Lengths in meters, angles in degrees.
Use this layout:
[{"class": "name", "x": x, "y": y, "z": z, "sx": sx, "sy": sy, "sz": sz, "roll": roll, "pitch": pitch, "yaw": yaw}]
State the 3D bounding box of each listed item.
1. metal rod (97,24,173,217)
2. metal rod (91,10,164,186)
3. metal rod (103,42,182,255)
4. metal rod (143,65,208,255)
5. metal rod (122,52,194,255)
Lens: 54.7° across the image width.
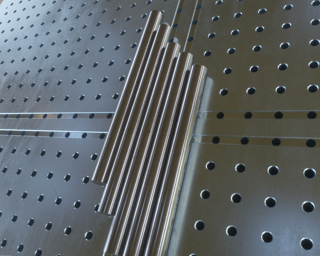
[{"class": "metal rod", "x": -0.028, "y": -0.027, "z": 0.436, "sx": 0.025, "sy": 0.025, "sz": 0.300, "roll": 1, "pitch": 62, "yaw": 28}, {"class": "metal rod", "x": -0.042, "y": -0.059, "z": 0.464, "sx": 0.025, "sy": 0.025, "sz": 0.300, "roll": 1, "pitch": 62, "yaw": 28}, {"class": "metal rod", "x": -0.015, "y": 0.010, "z": 0.408, "sx": 0.025, "sy": 0.025, "sz": 0.300, "roll": 1, "pitch": 62, "yaw": 28}, {"class": "metal rod", "x": 0.018, "y": 0.052, "z": 0.365, "sx": 0.025, "sy": 0.025, "sz": 0.300, "roll": 1, "pitch": 62, "yaw": 28}, {"class": "metal rod", "x": 0.001, "y": 0.029, "z": 0.387, "sx": 0.025, "sy": 0.025, "sz": 0.300, "roll": 1, "pitch": 62, "yaw": 28}]
